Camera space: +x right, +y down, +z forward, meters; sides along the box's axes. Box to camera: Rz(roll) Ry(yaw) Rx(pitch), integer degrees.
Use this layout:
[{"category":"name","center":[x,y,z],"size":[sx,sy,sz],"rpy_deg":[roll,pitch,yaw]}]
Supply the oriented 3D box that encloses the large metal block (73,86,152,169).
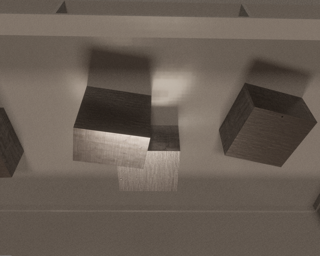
[{"category":"large metal block","center":[-0.055,-0.002,0.371],"size":[0.081,0.080,0.050],"rpy_deg":[8,130,-7]}]

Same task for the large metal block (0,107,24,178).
[{"category":"large metal block","center":[-0.240,0.021,0.407],"size":[0.081,0.050,0.079],"rpy_deg":[-2,130,1]}]

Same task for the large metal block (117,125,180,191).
[{"category":"large metal block","center":[-0.016,0.043,0.429],"size":[0.081,0.050,0.079],"rpy_deg":[1,130,-1]}]

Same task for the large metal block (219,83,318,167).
[{"category":"large metal block","center":[0.132,-0.002,0.393],"size":[0.081,0.050,0.079],"rpy_deg":[13,129,-11]}]
